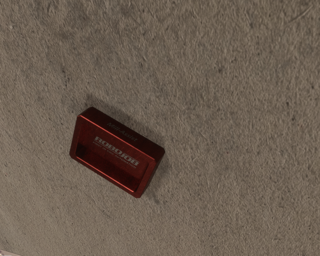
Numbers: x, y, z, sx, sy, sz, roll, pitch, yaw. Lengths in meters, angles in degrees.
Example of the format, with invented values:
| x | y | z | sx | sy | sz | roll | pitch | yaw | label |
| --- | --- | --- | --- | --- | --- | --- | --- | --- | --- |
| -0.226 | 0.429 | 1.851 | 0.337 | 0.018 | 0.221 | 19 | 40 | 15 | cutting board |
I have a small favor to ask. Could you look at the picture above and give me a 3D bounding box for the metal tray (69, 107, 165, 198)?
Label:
| x | y | z | sx | sy | sz | roll | pitch | yaw | label |
| --- | --- | --- | --- | --- | --- | --- | --- | --- | --- |
| -0.067 | 0.037 | 0.460 | 0.130 | 0.030 | 0.089 | 30 | 128 | 8 | metal tray |
